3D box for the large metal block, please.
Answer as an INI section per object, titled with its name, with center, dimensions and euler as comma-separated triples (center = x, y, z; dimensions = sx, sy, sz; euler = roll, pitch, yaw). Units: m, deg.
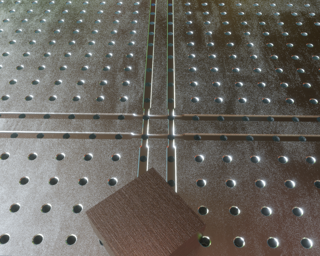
[large metal block]
center = -0.014, 0.100, 0.308
dimensions = 0.080, 0.050, 0.080
euler = -31, 57, -24
